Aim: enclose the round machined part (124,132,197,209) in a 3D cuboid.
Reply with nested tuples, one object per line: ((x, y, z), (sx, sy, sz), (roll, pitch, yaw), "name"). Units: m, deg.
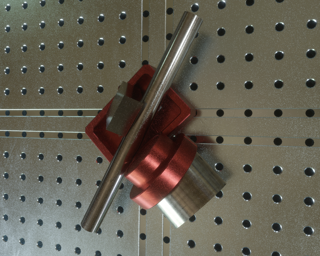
((-0.005, 0.043, 0.364), (0.042, 0.098, 0.098), (41, 103, -7), "round machined part")

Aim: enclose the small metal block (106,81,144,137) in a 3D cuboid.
((-0.046, -0.025, 0.391), (0.025, 0.050, 0.050), (23, 112, -20), "small metal block")

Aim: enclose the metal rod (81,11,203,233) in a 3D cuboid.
((-0.027, 0.000, 0.389), (0.025, 0.025, 0.298), (30, 99, 17), "metal rod")

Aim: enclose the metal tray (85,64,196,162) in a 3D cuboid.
((-0.028, -0.009, 0.418), (0.130, 0.030, 0.090), (-45, 77, 14), "metal tray")

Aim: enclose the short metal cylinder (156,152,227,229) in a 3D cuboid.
((0.032, 0.074, 0.370), (0.080, 0.080, 0.050), (-45, 76, 14), "short metal cylinder")
